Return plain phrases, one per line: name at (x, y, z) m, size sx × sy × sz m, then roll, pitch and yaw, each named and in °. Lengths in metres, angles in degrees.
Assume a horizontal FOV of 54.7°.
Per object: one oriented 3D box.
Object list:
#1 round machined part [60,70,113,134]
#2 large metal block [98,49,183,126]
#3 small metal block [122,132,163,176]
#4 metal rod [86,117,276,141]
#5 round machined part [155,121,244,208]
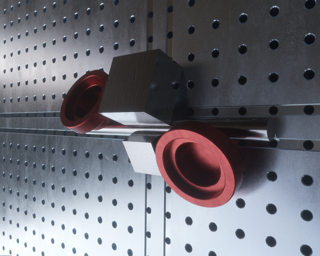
round machined part at (-0.100, -0.035, 0.464) m, size 0.098 × 0.042 × 0.098 m, roll -20°, pitch 52°, yaw 29°
large metal block at (-0.025, -0.049, 0.399) m, size 0.080 × 0.050 × 0.080 m, roll 1°, pitch 73°, yaw 40°
small metal block at (-0.016, 0.033, 0.410) m, size 0.050 × 0.025 × 0.050 m, roll 1°, pitch 120°, yaw 40°
metal rod at (-0.002, -0.001, 0.412) m, size 0.300 × 0.025 × 0.025 m, roll 1°, pitch 91°, yaw 40°
round machined part at (0.047, 0.036, 0.344) m, size 0.098 × 0.042 × 0.097 m, roll 20°, pitch 127°, yaw 30°
